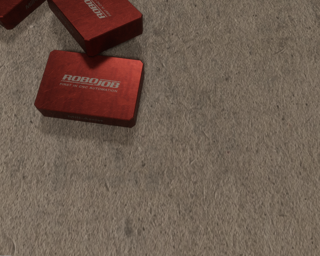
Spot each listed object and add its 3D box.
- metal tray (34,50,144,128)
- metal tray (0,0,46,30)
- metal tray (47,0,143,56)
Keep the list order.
[{"bbox_3d":[-0.093,-0.054,0.424,0.131,0.030,0.090,8,70,2],"label":"metal tray"},{"bbox_3d":[-0.225,-0.226,0.485,0.090,0.030,0.130,37,74,12],"label":"metal tray"},{"bbox_3d":[-0.096,-0.170,0.449,0.091,0.030,0.130,-31,64,-19],"label":"metal tray"}]
